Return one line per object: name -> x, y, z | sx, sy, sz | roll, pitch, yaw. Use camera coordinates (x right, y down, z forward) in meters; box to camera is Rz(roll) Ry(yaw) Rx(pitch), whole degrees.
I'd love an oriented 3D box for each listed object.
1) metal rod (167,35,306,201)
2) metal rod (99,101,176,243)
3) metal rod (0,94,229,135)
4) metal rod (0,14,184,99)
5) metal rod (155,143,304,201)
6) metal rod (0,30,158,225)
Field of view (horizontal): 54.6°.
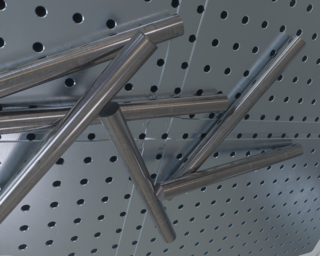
metal rod -> 0.102, -0.010, 0.459 | 0.025, 0.025, 0.299 | 34, 99, -38
metal rod -> -0.020, 0.083, 0.433 | 0.025, 0.025, 0.299 | -29, 134, -10
metal rod -> -0.047, -0.020, 0.372 | 0.302, 0.025, 0.025 | -7, 122, -25
metal rod -> -0.113, -0.059, 0.312 | 0.302, 0.025, 0.025 | -23, 127, -15
metal rod -> 0.127, 0.063, 0.497 | 0.302, 0.025, 0.025 | -10, 123, -31
metal rod -> -0.112, 0.019, 0.332 | 0.299, 0.025, 0.025 | -45, 130, 15
